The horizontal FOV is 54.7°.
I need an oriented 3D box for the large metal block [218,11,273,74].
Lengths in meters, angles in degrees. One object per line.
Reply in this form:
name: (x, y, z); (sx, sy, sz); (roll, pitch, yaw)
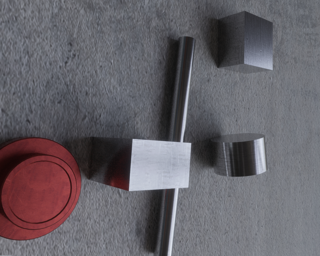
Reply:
large metal block: (0.141, -0.137, 0.510); (0.081, 0.050, 0.079); (0, 90, -40)

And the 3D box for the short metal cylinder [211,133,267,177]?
short metal cylinder: (0.120, 0.039, 0.473); (0.081, 0.080, 0.050); (-12, 98, -40)

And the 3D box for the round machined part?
round machined part: (-0.120, 0.057, 0.294); (0.099, 0.042, 0.097); (0, 90, -40)

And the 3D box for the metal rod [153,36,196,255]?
metal rod: (0.021, 0.023, 0.424); (0.025, 0.025, 0.298); (11, 83, -40)

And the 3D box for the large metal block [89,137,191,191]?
large metal block: (-0.023, 0.038, 0.351); (0.081, 0.080, 0.050); (6, 86, -40)
